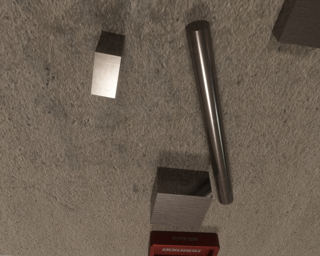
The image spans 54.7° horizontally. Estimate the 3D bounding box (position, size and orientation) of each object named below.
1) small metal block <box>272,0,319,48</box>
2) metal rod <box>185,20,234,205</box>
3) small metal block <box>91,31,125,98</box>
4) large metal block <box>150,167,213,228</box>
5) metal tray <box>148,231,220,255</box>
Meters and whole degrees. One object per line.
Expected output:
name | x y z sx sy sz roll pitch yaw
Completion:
small metal block | 0.150 -0.112 0.314 0.050 0.025 0.050 7 130 -6
metal rod | 0.073 0.005 0.412 0.025 0.025 0.299 -11 130 8
small metal block | -0.055 -0.068 0.332 0.025 0.050 0.050 9 130 -8
large metal block | 0.030 0.110 0.485 0.081 0.050 0.079 6 130 -6
metal tray | 0.044 0.242 0.610 0.131 0.030 0.089 3 130 -4
